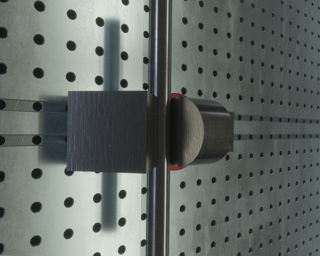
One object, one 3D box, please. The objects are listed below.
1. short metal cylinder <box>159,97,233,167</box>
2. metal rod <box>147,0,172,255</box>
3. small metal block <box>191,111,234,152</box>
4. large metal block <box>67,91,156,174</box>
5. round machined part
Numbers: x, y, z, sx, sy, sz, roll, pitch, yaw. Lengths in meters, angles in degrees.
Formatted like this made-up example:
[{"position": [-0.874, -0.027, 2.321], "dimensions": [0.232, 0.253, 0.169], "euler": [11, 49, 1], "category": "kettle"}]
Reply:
[{"position": [0.039, 0.004, 0.369], "dimensions": [0.050, 0.080, 0.079], "euler": [1, 90, -40], "category": "short metal cylinder"}, {"position": [0.000, -0.003, 0.357], "dimensions": [0.025, 0.025, 0.298], "euler": [1, 89, -40], "category": "metal rod"}, {"position": [0.066, 0.004, 0.396], "dimensions": [0.025, 0.050, 0.050], "euler": [2, 89, -40], "category": "small metal block"}, {"position": [-0.049, 0.004, 0.327], "dimensions": [0.050, 0.080, 0.079], "euler": [4, 87, -81], "category": "large metal block"}, {"position": [0.008, 0.004, 0.405], "dimensions": [0.099, 0.042, 0.097], "euler": [0, 90, -40], "category": "round machined part"}]
